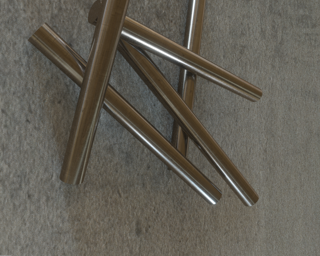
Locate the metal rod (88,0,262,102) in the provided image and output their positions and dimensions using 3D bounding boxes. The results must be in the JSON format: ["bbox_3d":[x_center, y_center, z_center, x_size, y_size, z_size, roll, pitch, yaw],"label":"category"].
[{"bbox_3d":[0.045,-0.086,0.410,0.302,0.025,0.025,16,80,-40],"label":"metal rod"}]

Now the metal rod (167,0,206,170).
[{"bbox_3d":[0.042,-0.088,0.441,0.025,0.025,0.298,13,82,-40],"label":"metal rod"}]

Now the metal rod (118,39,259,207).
[{"bbox_3d":[0.041,-0.004,0.408,0.300,0.025,0.025,50,60,-17],"label":"metal rod"}]

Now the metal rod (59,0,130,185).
[{"bbox_3d":[-0.053,-0.086,0.302,0.025,0.025,0.298,7,104,-40],"label":"metal rod"}]

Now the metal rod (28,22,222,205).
[{"bbox_3d":[-0.023,0.000,0.366,0.300,0.025,0.025,44,63,-24],"label":"metal rod"}]
